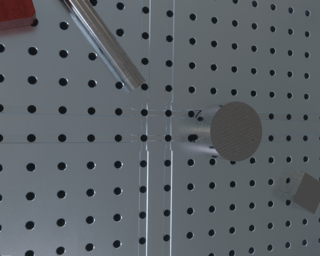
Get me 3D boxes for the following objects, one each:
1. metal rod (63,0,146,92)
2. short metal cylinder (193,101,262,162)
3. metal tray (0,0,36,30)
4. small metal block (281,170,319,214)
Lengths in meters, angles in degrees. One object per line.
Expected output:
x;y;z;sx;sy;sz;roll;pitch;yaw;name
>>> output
-0.115;-0.172;0.369;0.025;0.025;0.299;-39;103;-16;metal rod
0.094;0.004;0.434;0.081;0.050;0.080;0;90;-20;short metal cylinder
-0.213;-0.149;0.331;0.131;0.030;0.089;-17;96;-19;metal tray
0.231;0.103;0.498;0.050;0.025;0.050;31;80;-18;small metal block
